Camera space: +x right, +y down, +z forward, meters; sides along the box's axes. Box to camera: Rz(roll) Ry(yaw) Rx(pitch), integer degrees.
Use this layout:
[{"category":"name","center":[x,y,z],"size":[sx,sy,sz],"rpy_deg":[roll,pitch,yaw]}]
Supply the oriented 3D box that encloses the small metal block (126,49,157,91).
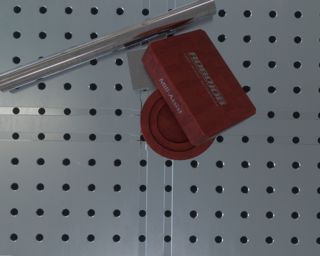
[{"category":"small metal block","center":[-0.014,-0.078,0.413],"size":[0.050,0.025,0.050],"rpy_deg":[-10,90,0]}]

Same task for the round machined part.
[{"category":"round machined part","center":[0.025,-0.009,0.405],"size":[0.099,0.042,0.097],"rpy_deg":[0,90,0]}]

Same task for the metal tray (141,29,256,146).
[{"category":"metal tray","center":[0.048,-0.053,0.379],"size":[0.091,0.030,0.130],"rpy_deg":[-25,79,-31]}]

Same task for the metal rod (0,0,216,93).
[{"category":"metal rod","center":[-0.071,-0.111,0.412],"size":[0.301,0.025,0.025],"rpy_deg":[-20,90,0]}]
